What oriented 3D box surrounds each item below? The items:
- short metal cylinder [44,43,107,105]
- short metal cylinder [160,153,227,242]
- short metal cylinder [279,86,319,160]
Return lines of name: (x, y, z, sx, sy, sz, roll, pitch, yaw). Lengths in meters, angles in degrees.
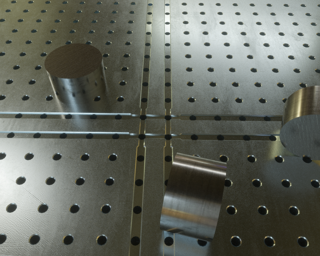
short metal cylinder: (-0.122, -0.080, 0.457, 0.081, 0.050, 0.080, 0, 50, 0)
short metal cylinder: (0.034, 0.069, 0.314, 0.050, 0.080, 0.080, 11, 51, 9)
short metal cylinder: (0.192, -0.005, 0.379, 0.080, 0.080, 0.050, 16, 52, 13)
